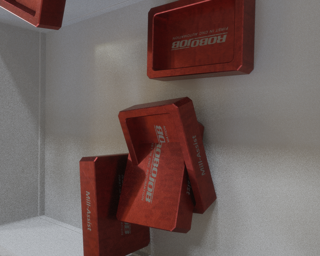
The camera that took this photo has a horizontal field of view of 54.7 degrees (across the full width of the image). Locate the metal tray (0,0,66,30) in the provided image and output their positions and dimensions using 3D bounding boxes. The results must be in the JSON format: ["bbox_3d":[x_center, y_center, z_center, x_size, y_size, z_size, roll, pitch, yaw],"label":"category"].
[{"bbox_3d":[-0.163,-0.185,0.381,0.130,0.030,0.089,33,116,31],"label":"metal tray"}]

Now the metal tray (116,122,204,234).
[{"bbox_3d":[0.000,0.053,0.375,0.090,0.030,0.130,-4,68,39],"label":"metal tray"}]

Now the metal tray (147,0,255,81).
[{"bbox_3d":[0.043,-0.105,0.366,0.130,0.030,0.089,2,91,39],"label":"metal tray"}]

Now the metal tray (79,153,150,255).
[{"bbox_3d":[-0.057,0.100,0.409,0.030,0.091,0.129,-6,87,40],"label":"metal tray"}]

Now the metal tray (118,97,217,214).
[{"bbox_3d":[0.008,0.034,0.368,0.090,0.030,0.129,-5,106,39],"label":"metal tray"}]
